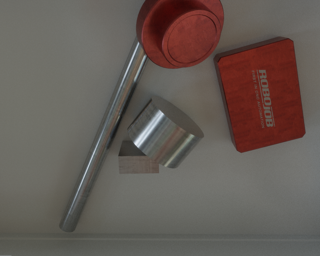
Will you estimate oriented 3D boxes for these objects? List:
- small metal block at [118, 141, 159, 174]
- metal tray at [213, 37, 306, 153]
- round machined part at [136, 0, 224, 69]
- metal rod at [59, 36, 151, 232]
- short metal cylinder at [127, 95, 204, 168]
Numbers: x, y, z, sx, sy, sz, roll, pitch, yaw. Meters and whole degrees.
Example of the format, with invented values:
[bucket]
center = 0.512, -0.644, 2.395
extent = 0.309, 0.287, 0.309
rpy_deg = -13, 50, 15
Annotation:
[small metal block]
center = -0.027, 0.038, 0.412
extent = 0.050, 0.050, 0.025
rpy_deg = -1, 110, 0
[metal tray]
center = 0.128, -0.040, 0.396
extent = 0.090, 0.030, 0.129
rpy_deg = -15, 110, 5
[round machined part]
center = 0.027, -0.106, 0.340
extent = 0.099, 0.042, 0.097
rpy_deg = -15, 138, -14
[metal rod]
center = -0.077, 0.019, 0.417
extent = 0.025, 0.025, 0.298
rpy_deg = 23, 108, -9
[short metal cylinder]
center = 0.007, 0.004, 0.384
extent = 0.080, 0.080, 0.050
rpy_deg = 35, 106, -12
